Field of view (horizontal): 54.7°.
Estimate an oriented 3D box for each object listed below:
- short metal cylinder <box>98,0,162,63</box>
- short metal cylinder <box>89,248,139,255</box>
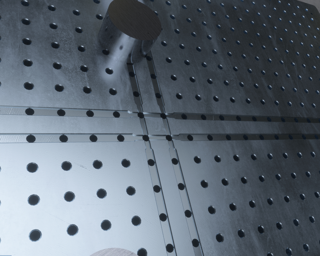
[{"bbox_3d":[-0.045,-0.143,0.457,0.081,0.050,0.080,14,56,-21],"label":"short metal cylinder"},{"bbox_3d":[-0.048,0.152,0.274,0.081,0.050,0.080,14,56,-21],"label":"short metal cylinder"}]
